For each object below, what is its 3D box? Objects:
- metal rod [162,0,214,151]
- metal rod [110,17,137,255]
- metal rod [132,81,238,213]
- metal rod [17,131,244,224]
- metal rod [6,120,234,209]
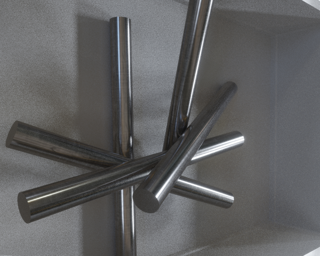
[{"bbox_3d":[0.030,-0.057,0.353,0.025,0.025,0.298,-13,123,-39],"label":"metal rod"},{"bbox_3d":[-0.044,0.021,0.369,0.025,0.025,0.298,-2,92,-40],"label":"metal rod"},{"bbox_3d":[0.051,-0.001,0.382,0.301,0.025,0.025,-45,119,-54],"label":"metal rod"},{"bbox_3d":[0.002,0.039,0.343,0.302,0.025,0.025,-12,98,-43],"label":"metal rod"},{"bbox_3d":[-0.017,0.054,0.357,0.302,0.025,0.025,24,75,-35],"label":"metal rod"}]
